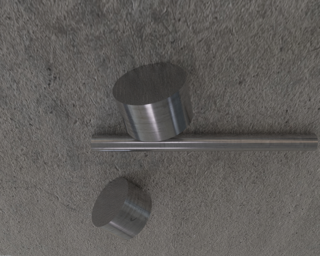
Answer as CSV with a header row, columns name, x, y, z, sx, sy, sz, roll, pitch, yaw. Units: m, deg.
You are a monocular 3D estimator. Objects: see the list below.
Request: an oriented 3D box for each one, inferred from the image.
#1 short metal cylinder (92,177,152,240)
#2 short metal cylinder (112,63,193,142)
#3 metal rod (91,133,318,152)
name,x,y,z,sx,sy,sz,roll,pitch,yaw
short metal cylinder,-0.059,0.123,0.476,0.080,0.080,0.050,-35,122,26
short metal cylinder,-0.007,-0.030,0.345,0.080,0.080,0.050,-9,130,7
metal rod,0.060,0.020,0.424,0.302,0.025,0.025,0,130,0
